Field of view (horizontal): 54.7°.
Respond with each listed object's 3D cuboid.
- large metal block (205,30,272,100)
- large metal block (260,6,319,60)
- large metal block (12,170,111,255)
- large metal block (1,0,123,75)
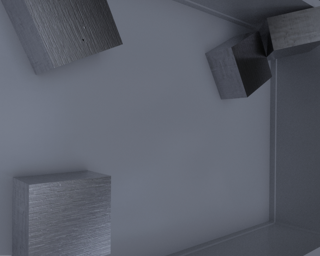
[{"bbox_3d":[0.128,-0.100,0.497,0.080,0.050,0.080,-36,113,-34],"label":"large metal block"},{"bbox_3d":[0.207,-0.147,0.496,0.080,0.080,0.050,3,76,-84],"label":"large metal block"},{"bbox_3d":[-0.097,0.088,0.309,0.081,0.050,0.080,0,90,-40],"label":"large metal block"},{"bbox_3d":[-0.096,-0.107,0.309,0.081,0.050,0.080,-32,110,-35],"label":"large metal block"}]
